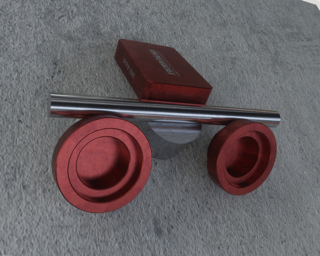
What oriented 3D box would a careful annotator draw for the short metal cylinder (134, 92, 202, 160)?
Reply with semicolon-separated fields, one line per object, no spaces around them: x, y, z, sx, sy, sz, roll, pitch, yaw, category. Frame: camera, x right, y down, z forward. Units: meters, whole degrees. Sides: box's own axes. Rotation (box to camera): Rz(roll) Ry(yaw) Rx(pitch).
0.006;-0.005;0.398;0.081;0.050;0.080;14;56;-21;short metal cylinder

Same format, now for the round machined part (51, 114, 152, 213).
-0.061;0.034;0.321;0.099;0.042;0.097;-6;103;-28;round machined part

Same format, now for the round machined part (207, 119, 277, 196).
0.102;0.035;0.407;0.099;0.042;0.097;-8;108;-26;round machined part

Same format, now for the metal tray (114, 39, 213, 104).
0.000;-0.075;0.415;0.091;0.030;0.130;2;35;-28;metal tray

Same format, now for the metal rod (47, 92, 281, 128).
0.027;-0.018;0.369;0.303;0.025;0.025;2;61;-28;metal rod
